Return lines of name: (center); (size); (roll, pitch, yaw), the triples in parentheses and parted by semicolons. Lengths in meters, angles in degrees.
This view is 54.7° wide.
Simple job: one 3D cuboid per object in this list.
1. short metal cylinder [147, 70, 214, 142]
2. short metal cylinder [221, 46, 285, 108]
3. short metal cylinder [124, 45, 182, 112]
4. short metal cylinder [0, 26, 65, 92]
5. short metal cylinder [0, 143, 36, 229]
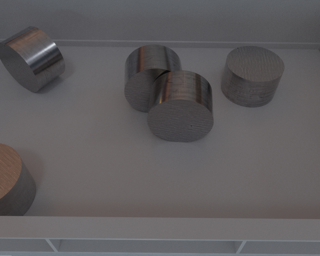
short metal cylinder: (0.026, -0.026, 0.391); (0.080, 0.080, 0.050); (3, 50, 2)
short metal cylinder: (0.134, -0.076, 0.454); (0.081, 0.050, 0.080); (0, 50, 0)
short metal cylinder: (-0.008, -0.066, 0.425); (0.081, 0.080, 0.050); (-3, 50, -3)
short metal cylinder: (-0.186, -0.099, 0.450); (0.080, 0.080, 0.050); (29, 56, 21)
short metal cylinder: (-0.183, 0.063, 0.334); (0.081, 0.050, 0.080); (0, 50, 0)
